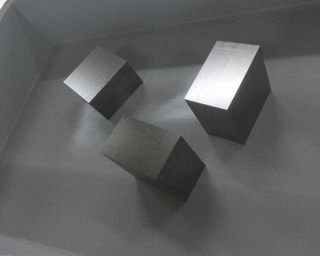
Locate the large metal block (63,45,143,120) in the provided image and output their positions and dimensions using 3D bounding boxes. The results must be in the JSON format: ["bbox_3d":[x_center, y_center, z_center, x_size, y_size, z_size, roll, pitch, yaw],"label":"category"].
[{"bbox_3d":[-0.088,-0.071,0.480,0.080,0.050,0.080,-49,51,-6],"label":"large metal block"}]

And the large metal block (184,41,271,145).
[{"bbox_3d":[0.081,-0.039,0.352,0.050,0.080,0.080,19,72,35],"label":"large metal block"}]

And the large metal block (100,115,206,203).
[{"bbox_3d":[-0.006,0.035,0.352,0.080,0.080,0.050,20,72,35],"label":"large metal block"}]
